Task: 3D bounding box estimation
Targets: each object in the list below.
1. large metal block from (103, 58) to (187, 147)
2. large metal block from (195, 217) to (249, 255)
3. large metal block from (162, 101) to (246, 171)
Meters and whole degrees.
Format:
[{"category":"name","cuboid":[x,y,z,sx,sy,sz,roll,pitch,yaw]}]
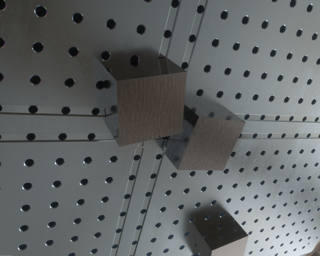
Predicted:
[{"category":"large metal block","cuboid":[-0.019,-0.032,0.364,0.081,0.050,0.079,-12,123,-22]},{"category":"large metal block","cuboid":[0.117,0.230,0.600,0.081,0.050,0.079,-13,124,-22]},{"category":"large metal block","cuboid":[0.060,0.012,0.434,0.081,0.050,0.079,5,116,-31]}]
